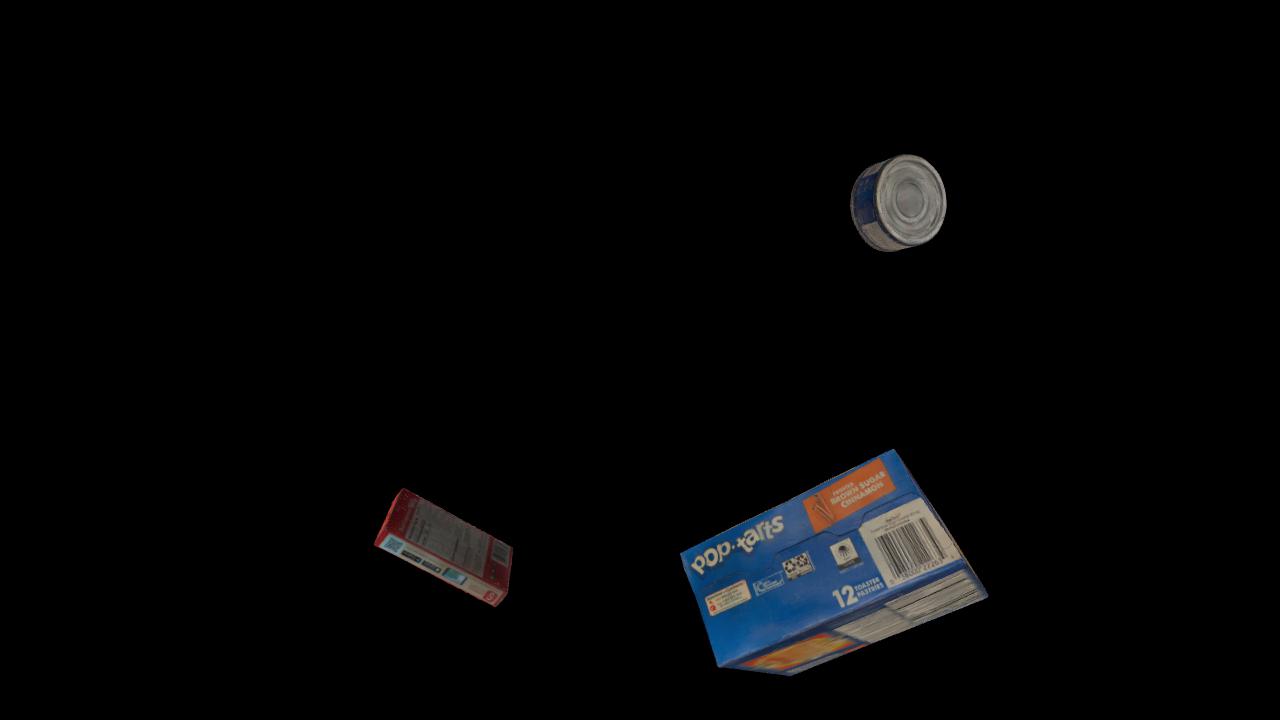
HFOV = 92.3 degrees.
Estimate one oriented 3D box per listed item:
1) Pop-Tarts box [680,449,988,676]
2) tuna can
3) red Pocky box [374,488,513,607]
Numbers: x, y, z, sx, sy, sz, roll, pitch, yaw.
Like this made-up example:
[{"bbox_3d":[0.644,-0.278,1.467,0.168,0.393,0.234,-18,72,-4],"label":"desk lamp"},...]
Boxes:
[{"bbox_3d":[0.141,0.155,0.443,0.167,0.083,0.141,-31,-39,17],"label":"Pop-Tarts box"},{"bbox_3d":[0.238,-0.143,0.563,0.084,0.084,0.034,0,0,-20],"label":"tuna can"},{"bbox_3d":[-0.218,0.212,0.700,0.155,0.028,0.083,36,14,-18],"label":"red Pocky box"}]
